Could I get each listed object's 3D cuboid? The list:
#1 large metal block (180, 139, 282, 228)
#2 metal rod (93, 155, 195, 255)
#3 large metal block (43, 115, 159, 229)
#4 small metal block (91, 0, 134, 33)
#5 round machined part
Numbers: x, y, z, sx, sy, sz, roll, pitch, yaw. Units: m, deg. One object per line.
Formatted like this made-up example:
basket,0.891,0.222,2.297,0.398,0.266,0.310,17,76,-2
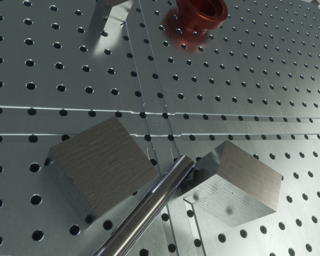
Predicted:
large metal block,0.085,0.070,0.375,0.080,0.080,0.050,32,52,-7
metal rod,-0.050,0.126,0.303,0.025,0.025,0.302,44,51,2
large metal block,-0.063,0.045,0.331,0.081,0.050,0.080,-31,79,-38
small metal block,-0.070,-0.177,0.462,0.025,0.050,0.050,46,51,3
round machined part,0.072,-0.217,0.568,0.099,0.042,0.098,14,56,-21
